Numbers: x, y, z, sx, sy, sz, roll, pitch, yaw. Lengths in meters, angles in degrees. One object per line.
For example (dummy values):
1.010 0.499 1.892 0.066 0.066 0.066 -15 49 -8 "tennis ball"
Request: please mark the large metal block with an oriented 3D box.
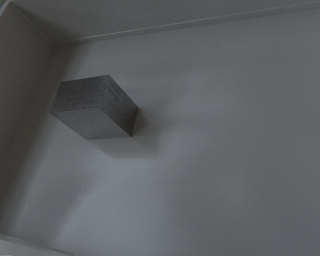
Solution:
-0.089 -0.025 0.430 0.080 0.080 0.050 -4 60 26 "large metal block"
